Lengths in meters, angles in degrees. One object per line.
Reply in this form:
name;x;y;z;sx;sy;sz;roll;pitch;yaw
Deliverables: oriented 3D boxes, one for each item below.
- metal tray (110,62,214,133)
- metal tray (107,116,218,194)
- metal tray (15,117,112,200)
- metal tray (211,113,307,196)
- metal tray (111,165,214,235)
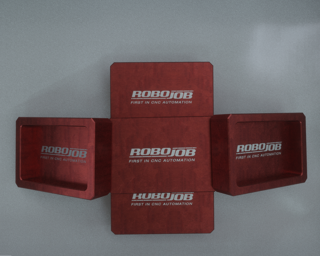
metal tray;0.003;-0.039;0.406;0.131;0.030;0.089;0;90;-1
metal tray;0.003;0.032;0.377;0.131;0.030;0.089;-1;90;-1
metal tray;-0.120;0.032;0.376;0.130;0.030;0.089;2;91;29
metal tray;0.124;0.027;0.377;0.131;0.030;0.089;-2;91;-30
metal tray;0.003;0.090;0.406;0.131;0.030;0.089;0;90;-1
